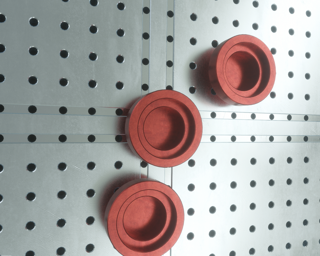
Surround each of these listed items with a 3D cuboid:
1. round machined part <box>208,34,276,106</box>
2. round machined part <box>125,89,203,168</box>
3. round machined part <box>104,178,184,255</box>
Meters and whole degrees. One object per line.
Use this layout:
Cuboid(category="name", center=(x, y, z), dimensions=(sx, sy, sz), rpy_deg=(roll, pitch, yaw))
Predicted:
Cuboid(category="round machined part", center=(0.112, -0.080, 0.444), dimensions=(0.099, 0.042, 0.097), rpy_deg=(0, 90, -20))
Cuboid(category="round machined part", center=(0.002, 0.001, 0.404), dimensions=(0.099, 0.042, 0.097), rpy_deg=(0, 90, -20))
Cuboid(category="round machined part", center=(-0.022, 0.112, 0.395), dimensions=(0.099, 0.042, 0.097), rpy_deg=(0, 90, -20))
